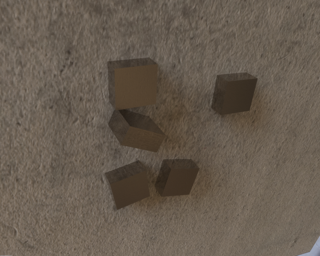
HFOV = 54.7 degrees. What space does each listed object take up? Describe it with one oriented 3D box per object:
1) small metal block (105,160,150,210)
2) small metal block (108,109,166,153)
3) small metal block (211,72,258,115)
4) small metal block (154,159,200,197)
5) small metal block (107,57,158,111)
[{"bbox_3d":[-0.045,0.080,0.433,0.050,0.025,0.050,-20,126,-17],"label":"small metal block"},{"bbox_3d":[-0.029,0.002,0.377,0.050,0.050,0.025,15,110,-35],"label":"small metal block"},{"bbox_3d":[0.104,-0.049,0.436,0.050,0.025,0.050,-9,123,-24],"label":"small metal block"},{"bbox_3d":[0.025,0.075,0.469,0.050,0.025,0.050,3,117,-30],"label":"small metal block"},{"bbox_3d":[-0.032,-0.052,0.359,0.050,0.025,0.050,-11,123,-23],"label":"small metal block"}]
